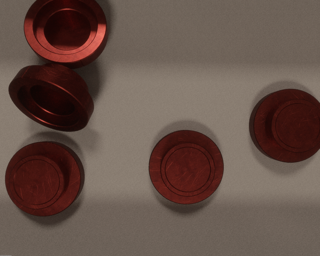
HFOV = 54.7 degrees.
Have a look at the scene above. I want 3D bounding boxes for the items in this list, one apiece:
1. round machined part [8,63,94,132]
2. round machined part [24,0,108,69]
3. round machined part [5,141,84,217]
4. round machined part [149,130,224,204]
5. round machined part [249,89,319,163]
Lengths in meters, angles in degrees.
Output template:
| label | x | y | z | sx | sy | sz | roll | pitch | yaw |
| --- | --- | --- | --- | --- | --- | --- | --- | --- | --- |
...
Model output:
| label | x | y | z | sx | sy | sz | roll | pitch | yaw |
| --- | --- | --- | --- | --- | --- | --- | --- | --- | --- |
| round machined part | -0.128 | -0.041 | 0.383 | 0.099 | 0.097 | 0.042 | 17 | 55 | -1 |
| round machined part | -0.116 | -0.120 | 0.395 | 0.099 | 0.042 | 0.098 | 1 | 79 | -4 |
| round machined part | -0.152 | 0.067 | 0.401 | 0.099 | 0.042 | 0.097 | 0 | 90 | -1 |
| round machined part | 0.034 | 0.051 | 0.403 | 0.099 | 0.042 | 0.097 | 0 | 90 | -1 |
| round machined part | 0.172 | -0.003 | 0.405 | 0.099 | 0.042 | 0.097 | 0 | 90 | -1 |
